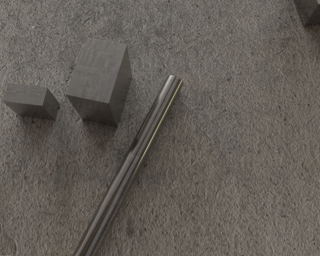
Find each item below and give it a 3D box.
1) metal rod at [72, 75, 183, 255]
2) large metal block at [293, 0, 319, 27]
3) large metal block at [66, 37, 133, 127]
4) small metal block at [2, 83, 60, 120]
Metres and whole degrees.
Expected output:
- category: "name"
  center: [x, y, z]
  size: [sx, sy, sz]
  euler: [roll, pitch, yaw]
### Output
- category: "metal rod"
  center: [-0.043, 0.061, 0.385]
  size: [0.025, 0.025, 0.300]
  euler: [24, 72, 8]
- category: "large metal block"
  center: [0.256, -0.208, 0.473]
  size: [0.081, 0.050, 0.080]
  euler: [-8, 70, -3]
- category: "large metal block"
  center: [-0.073, -0.056, 0.399]
  size: [0.050, 0.080, 0.080]
  euler: [12, 71, 4]
- category: "small metal block"
  center: [-0.167, -0.033, 0.406]
  size: [0.050, 0.050, 0.025]
  euler: [7, 70, 2]
